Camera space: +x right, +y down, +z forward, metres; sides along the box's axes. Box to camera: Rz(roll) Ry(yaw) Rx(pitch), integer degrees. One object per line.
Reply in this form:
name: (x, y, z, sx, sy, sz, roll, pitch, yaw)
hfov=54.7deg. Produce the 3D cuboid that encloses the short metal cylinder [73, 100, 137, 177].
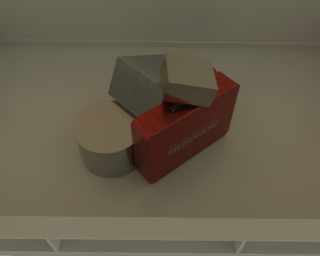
short metal cylinder: (-0.059, 0.012, 0.375, 0.081, 0.050, 0.080, 0, 50, 0)

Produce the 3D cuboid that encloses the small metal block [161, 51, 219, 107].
small metal block: (0.029, -0.051, 0.322, 0.050, 0.025, 0.050, 7, 48, -12)

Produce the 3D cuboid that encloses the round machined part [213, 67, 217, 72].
round machined part: (0.047, -0.060, 0.443, 0.099, 0.042, 0.098, 0, 50, 0)

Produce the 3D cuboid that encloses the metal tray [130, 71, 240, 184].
metal tray: (0.030, 0.000, 0.361, 0.131, 0.089, 0.030, -31, 56, -24)

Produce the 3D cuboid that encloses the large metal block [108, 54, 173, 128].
large metal block: (-0.003, -0.049, 0.382, 0.080, 0.050, 0.081, 39, 35, 27)
